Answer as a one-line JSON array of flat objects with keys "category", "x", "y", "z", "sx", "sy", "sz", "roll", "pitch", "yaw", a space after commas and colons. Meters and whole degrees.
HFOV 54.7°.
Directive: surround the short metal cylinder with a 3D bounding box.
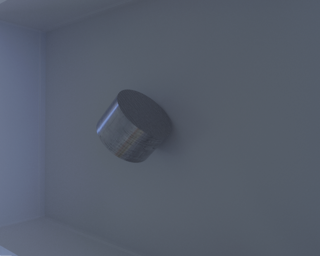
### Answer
[{"category": "short metal cylinder", "x": -0.032, "y": -0.003, "z": 0.392, "sx": 0.050, "sy": 0.081, "sz": 0.080, "roll": -49, "pitch": 62, "yaw": 29}]
